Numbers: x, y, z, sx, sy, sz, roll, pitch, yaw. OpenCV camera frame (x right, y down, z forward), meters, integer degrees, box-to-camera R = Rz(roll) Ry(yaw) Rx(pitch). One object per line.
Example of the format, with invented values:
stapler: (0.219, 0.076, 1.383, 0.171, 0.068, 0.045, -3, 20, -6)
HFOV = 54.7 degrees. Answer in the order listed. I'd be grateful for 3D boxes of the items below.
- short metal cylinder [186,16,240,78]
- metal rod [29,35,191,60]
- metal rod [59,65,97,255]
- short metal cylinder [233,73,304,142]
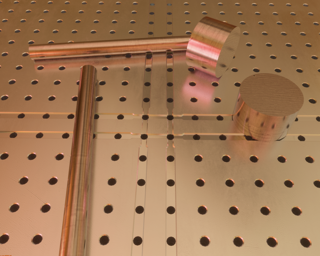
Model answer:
short metal cylinder: (0.082, -0.124, 0.476, 0.050, 0.080, 0.080, 27, 55, 21)
metal rod: (-0.062, -0.137, 0.521, 0.302, 0.025, 0.025, -5, 50, -4)
metal rod: (-0.097, 0.026, 0.384, 0.025, 0.025, 0.300, -4, 50, -3)
short metal cylinder: (0.143, -0.029, 0.416, 0.080, 0.050, 0.080, 0, 50, 0)
